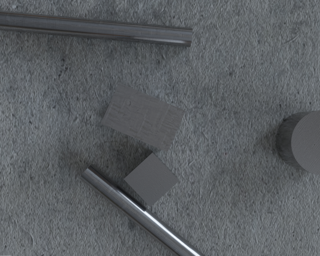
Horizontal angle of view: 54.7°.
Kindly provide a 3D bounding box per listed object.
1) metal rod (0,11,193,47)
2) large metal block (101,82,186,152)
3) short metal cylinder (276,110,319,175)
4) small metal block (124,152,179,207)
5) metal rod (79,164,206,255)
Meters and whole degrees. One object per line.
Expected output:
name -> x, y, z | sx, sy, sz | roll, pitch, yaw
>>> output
metal rod -> -0.109, -0.133, 0.408 | 0.302, 0.025, 0.025 | 5, 90, -1
large metal block -> -0.019, -0.012, 0.382 | 0.080, 0.080, 0.050 | 23, 90, -1
short metal cylinder -> 0.199, 0.018, 0.400 | 0.081, 0.050, 0.079 | 0, 90, -1
small metal block -> -0.011, 0.067, 0.410 | 0.050, 0.025, 0.050 | -43, 91, 0
metal rod -> 0.019, 0.152, 0.410 | 0.300, 0.025, 0.025 | 39, 90, -1
